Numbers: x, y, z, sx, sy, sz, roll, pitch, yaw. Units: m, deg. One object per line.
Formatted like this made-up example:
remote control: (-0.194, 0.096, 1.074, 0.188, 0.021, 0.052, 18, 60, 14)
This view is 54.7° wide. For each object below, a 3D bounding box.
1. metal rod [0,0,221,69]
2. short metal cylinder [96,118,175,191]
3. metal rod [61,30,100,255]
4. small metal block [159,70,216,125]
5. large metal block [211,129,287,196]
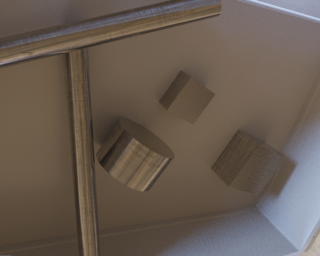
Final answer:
metal rod: (-0.087, -0.081, 0.281, 0.302, 0.025, 0.025, -17, 126, -10)
short metal cylinder: (-0.030, 0.031, 0.378, 0.080, 0.080, 0.050, 28, 103, -38)
metal rod: (-0.085, 0.047, 0.346, 0.025, 0.025, 0.298, -8, 108, -25)
small metal block: (0.036, -0.039, 0.406, 0.050, 0.025, 0.050, 27, 104, -38)
large metal block: (0.146, 0.058, 0.511, 0.080, 0.050, 0.080, 22, 106, -37)
